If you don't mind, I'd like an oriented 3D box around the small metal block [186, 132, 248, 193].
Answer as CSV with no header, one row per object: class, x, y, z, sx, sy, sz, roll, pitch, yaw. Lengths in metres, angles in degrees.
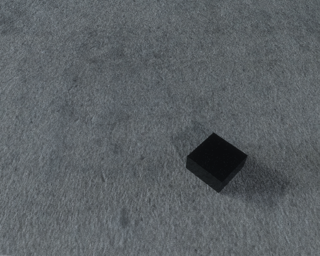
small metal block,0.067,0.040,0.370,0.050,0.025,0.050,37,59,26
